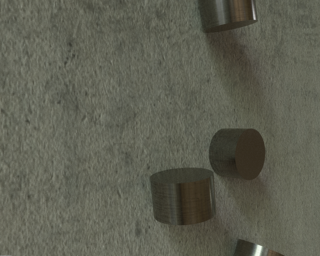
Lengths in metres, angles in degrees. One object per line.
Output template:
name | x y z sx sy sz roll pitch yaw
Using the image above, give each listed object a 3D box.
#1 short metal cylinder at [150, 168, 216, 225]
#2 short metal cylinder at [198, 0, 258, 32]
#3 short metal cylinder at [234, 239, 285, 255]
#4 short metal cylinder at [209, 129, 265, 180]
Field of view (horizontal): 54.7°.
short metal cylinder | 0.030 0.084 0.396 0.081 0.080 0.050 -9 96 -40
short metal cylinder | 0.099 -0.174 0.454 0.081 0.080 0.050 -17 101 -39
short metal cylinder | 0.161 0.222 0.508 0.080 0.080 0.050 35 68 -35
short metal cylinder | 0.124 0.040 0.496 0.081 0.050 0.079 0 90 -40
